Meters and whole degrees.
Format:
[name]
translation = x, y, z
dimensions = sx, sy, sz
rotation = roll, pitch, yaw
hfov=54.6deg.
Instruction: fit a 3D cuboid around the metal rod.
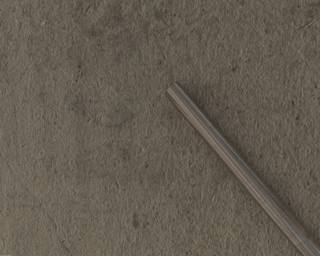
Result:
[metal rod]
translation = 0.108, 0.062, 0.370
dimensions = 0.025, 0.025, 0.300
rotation = -43, 77, 15
